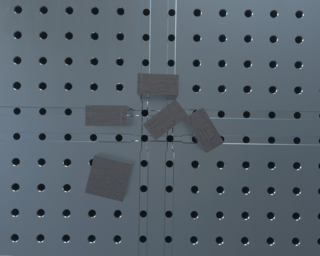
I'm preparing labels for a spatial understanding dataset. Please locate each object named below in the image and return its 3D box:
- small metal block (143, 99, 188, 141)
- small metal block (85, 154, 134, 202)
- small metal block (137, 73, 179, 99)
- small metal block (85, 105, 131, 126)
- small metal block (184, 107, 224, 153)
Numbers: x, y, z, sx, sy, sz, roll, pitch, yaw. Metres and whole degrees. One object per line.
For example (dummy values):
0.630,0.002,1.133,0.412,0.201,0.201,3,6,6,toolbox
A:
0.007,-0.010,0.401,0.050,0.050,0.025,-38,90,0,small metal block
-0.067,0.065,0.413,0.050,0.025,0.050,14,90,0,small metal block
-0.002,-0.053,0.401,0.050,0.050,0.025,2,90,0,small metal block
-0.065,-0.015,0.400,0.050,0.050,0.025,0,90,0,small metal block
0.055,0.003,0.401,0.025,0.050,0.050,-31,90,0,small metal block
